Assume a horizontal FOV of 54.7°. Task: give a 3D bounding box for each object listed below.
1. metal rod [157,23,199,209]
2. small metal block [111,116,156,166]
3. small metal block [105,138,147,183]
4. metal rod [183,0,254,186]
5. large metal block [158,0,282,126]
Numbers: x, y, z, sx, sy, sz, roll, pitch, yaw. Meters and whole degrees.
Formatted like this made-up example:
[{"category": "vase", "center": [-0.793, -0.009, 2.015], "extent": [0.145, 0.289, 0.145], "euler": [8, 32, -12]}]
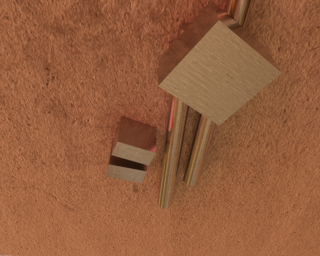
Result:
[{"category": "metal rod", "center": [0.020, 0.009, 0.415], "extent": [0.025, 0.025, 0.298], "euler": [3, 130, -3]}, {"category": "small metal block", "center": [-0.033, 0.016, 0.404], "extent": [0.050, 0.050, 0.025], "euler": [18, 128, -15]}, {"category": "small metal block", "center": [-0.045, 0.045, 0.428], "extent": [0.050, 0.050, 0.025], "euler": [13, 129, -11]}, {"category": "metal rod", "center": [0.064, -0.033, 0.379], "extent": [0.025, 0.025, 0.298], "euler": [5, 130, -5]}, {"category": "large metal block", "center": [0.055, -0.061, 0.306], "extent": [0.080, 0.050, 0.080], "euler": [31, 124, -24]}]
